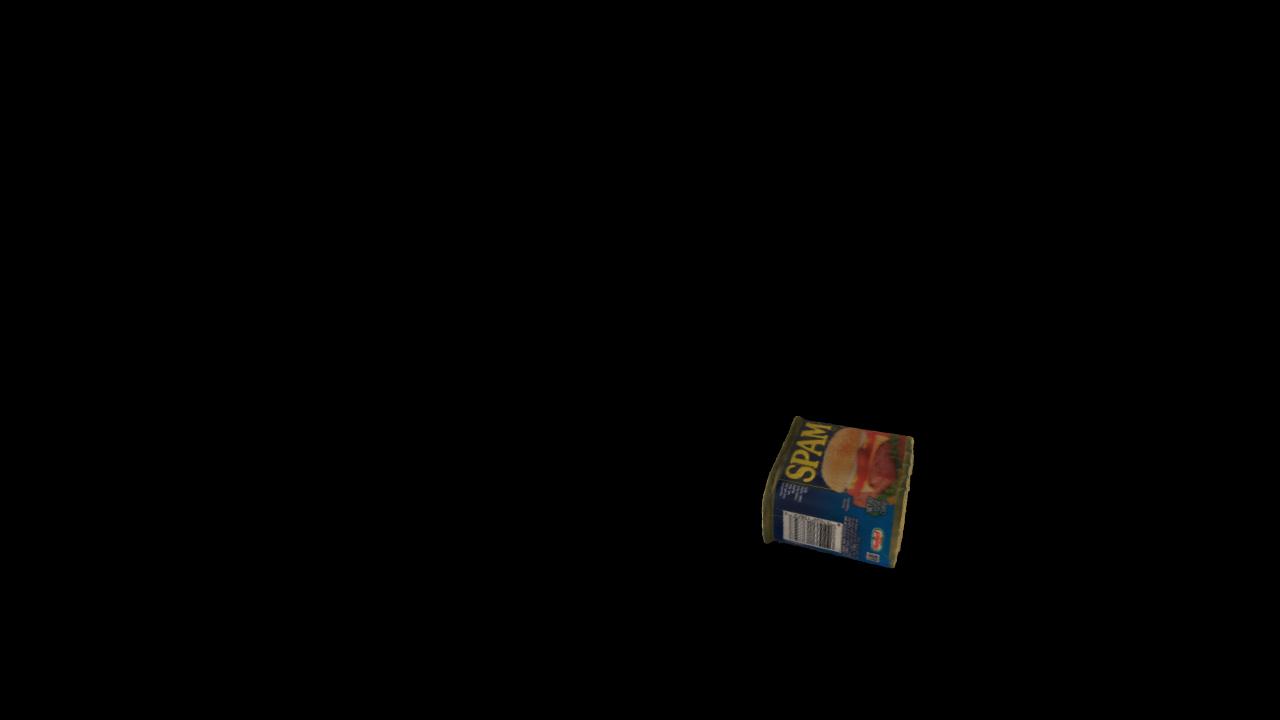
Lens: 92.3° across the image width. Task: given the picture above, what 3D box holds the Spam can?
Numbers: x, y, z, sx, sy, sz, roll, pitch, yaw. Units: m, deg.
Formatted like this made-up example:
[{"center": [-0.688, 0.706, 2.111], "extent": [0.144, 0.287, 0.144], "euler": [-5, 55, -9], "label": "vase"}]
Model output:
[{"center": [0.140, 0.089, 0.428], "extent": [0.085, 0.058, 0.101], "euler": [8, 32, 26], "label": "Spam can"}]
